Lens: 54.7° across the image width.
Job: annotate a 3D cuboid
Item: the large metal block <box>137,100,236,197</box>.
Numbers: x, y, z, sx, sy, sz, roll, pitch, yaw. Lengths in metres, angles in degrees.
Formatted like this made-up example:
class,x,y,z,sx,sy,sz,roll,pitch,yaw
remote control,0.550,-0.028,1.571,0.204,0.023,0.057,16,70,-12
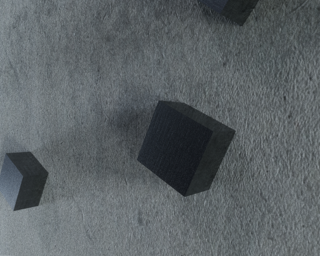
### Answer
class,x,y,z,sx,sy,sz,roll,pitch,yaw
large metal block,0.029,0.021,0.365,0.080,0.050,0.079,33,110,35

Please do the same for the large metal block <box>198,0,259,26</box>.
class,x,y,z,sx,sy,sz,roll,pitch,yaw
large metal block,0.071,-0.169,0.330,0.080,0.050,0.080,46,117,30

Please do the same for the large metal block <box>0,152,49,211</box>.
class,x,y,z,sx,sy,sz,roll,pitch,yaw
large metal block,-0.274,0.103,0.615,0.080,0.050,0.079,36,112,34
